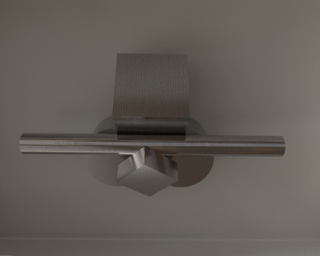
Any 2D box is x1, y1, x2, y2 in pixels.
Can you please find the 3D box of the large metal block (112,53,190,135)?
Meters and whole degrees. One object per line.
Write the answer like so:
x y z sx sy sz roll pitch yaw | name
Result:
-0.009 -0.038 0.360 0.081 0.050 0.080 1 67 -1 | large metal block

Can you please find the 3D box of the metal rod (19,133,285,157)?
-0.008 0.020 0.364 0.302 0.025 0.025 1 110 -1 | metal rod

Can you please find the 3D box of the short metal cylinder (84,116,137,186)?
-0.054 0.029 0.407 0.081 0.050 0.079 0 110 -1 | short metal cylinder

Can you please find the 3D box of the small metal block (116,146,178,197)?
-0.015 0.053 0.364 0.050 0.025 0.050 30 130 -30 | small metal block

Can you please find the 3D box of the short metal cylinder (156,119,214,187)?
0.027 0.030 0.408 0.081 0.050 0.079 0 110 -1 | short metal cylinder
